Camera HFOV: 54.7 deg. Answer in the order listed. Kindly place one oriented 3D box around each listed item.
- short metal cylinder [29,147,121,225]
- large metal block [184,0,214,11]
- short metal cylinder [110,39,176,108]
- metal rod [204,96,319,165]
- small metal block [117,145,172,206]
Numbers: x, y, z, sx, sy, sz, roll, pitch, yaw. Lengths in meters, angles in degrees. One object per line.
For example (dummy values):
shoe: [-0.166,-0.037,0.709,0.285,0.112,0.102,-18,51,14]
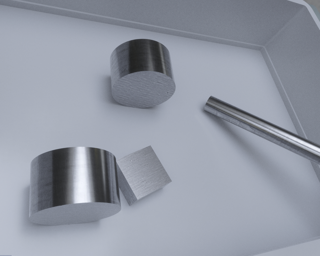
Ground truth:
short metal cylinder: [-0.080,0.057,0.293,0.081,0.080,0.050,4,60,-27]
large metal block: [0.086,-0.292,0.600,0.050,0.080,0.080,12,57,-22]
short metal cylinder: [-0.023,-0.068,0.401,0.081,0.080,0.050,7,59,-25]
metal rod: [0.201,0.028,0.427,0.301,0.025,0.025,28,48,18]
small metal block: [-0.023,0.055,0.361,0.050,0.025,0.050,-21,73,-36]
